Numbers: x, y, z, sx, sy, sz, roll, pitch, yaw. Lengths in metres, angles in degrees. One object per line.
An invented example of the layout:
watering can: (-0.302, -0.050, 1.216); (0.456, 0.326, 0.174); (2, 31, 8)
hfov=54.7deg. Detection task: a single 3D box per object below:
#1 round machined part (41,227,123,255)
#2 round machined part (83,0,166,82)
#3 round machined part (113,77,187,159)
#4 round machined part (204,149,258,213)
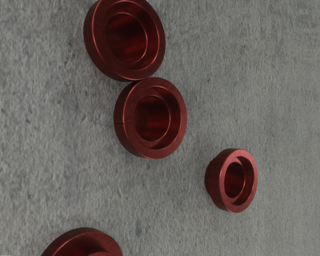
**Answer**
round machined part: (-0.079, 0.160, 0.329); (0.099, 0.042, 0.097); (0, 90, -40)
round machined part: (-0.044, -0.102, 0.358); (0.099, 0.042, 0.097); (0, 89, -40)
round machined part: (-0.016, -0.012, 0.382); (0.099, 0.042, 0.097); (0, 91, -40)
round machined part: (0.108, 0.080, 0.487); (0.099, 0.042, 0.097); (0, 90, -40)
